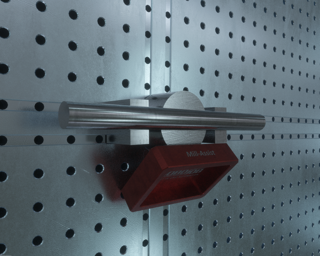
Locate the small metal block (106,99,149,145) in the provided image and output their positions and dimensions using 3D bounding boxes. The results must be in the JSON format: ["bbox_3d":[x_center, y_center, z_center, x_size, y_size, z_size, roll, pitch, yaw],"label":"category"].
[{"bbox_3d":[-0.038,-0.007,0.361,0.025,0.050,0.050,-1,91,-40],"label":"small metal block"}]

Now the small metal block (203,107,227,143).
[{"bbox_3d":[0.069,-0.004,0.451,0.025,0.050,0.050,-1,91,-40],"label":"small metal block"}]

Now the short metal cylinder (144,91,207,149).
[{"bbox_3d":[0.015,-0.007,0.405,0.081,0.050,0.080,0,90,-40],"label":"short metal cylinder"}]

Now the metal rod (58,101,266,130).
[{"bbox_3d":[0.031,-0.010,0.370,0.302,0.025,0.025,1,90,-40],"label":"metal rod"}]

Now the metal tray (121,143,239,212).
[{"bbox_3d":[0.027,0.061,0.393,0.131,0.089,0.030,1,47,-40],"label":"metal tray"}]
